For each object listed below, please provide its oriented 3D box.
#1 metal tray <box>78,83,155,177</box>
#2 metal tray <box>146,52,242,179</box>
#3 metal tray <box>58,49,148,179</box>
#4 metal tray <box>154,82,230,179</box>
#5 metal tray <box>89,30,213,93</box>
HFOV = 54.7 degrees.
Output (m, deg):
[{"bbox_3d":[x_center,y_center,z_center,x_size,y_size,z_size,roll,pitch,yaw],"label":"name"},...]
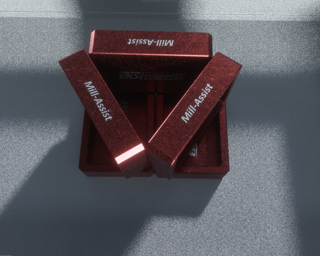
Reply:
[{"bbox_3d":[-0.052,-0.003,0.407,0.091,0.030,0.130,0,69,0],"label":"metal tray"},{"bbox_3d":[0.037,-0.010,0.344,0.030,0.090,0.130,34,74,11],"label":"metal tray"},{"bbox_3d":[-0.060,-0.012,0.345,0.030,0.090,0.130,-30,73,-10],"label":"metal tray"},{"bbox_3d":[0.040,-0.001,0.406,0.091,0.030,0.130,1,69,1],"label":"metal tray"},{"bbox_3d":[-0.009,-0.075,0.368,0.131,0.090,0.030,2,71,1],"label":"metal tray"}]
